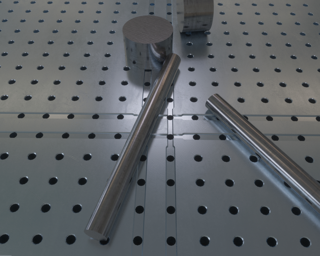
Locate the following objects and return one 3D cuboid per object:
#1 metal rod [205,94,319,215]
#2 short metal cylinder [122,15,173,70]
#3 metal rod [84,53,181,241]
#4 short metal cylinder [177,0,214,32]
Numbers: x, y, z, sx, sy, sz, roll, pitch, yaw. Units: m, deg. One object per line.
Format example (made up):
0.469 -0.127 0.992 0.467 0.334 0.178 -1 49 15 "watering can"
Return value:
0.158 0.057 0.360 0.025 0.025 0.300 -27 55 -21 "metal rod"
-0.019 -0.141 0.510 0.081 0.050 0.080 0 50 0 "short metal cylinder"
-0.022 -0.001 0.407 0.025 0.025 0.300 13 51 11 "metal rod"
0.061 -0.213 0.551 0.050 0.080 0.080 -5 50 -4 "short metal cylinder"
